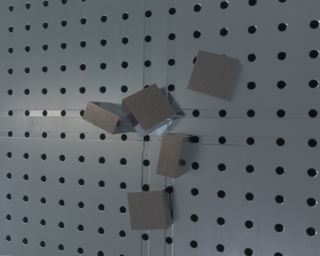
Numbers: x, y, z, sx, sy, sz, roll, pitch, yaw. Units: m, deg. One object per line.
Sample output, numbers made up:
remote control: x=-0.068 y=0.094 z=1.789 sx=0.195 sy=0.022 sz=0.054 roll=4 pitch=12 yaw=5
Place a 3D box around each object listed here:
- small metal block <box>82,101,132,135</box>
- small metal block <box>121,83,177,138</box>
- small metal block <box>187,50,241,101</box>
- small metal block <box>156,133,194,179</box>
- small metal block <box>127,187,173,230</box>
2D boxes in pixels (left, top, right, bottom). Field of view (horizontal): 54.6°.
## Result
small metal block: x=-0.068 y=-0.015 z=0.423 sx=0.050 sy=0.050 sz=0.025 roll=26 pitch=102 yaw=18
small metal block: x=-0.015 y=-0.023 z=0.405 sx=0.050 sy=0.025 sz=0.050 roll=-30 pitch=77 yaw=-22
small metal block: x=0.068 y=-0.065 z=0.389 sx=0.050 sy=0.025 sz=0.050 roll=19 pitch=96 yaw=19
small metal block: x=0.020 y=0.033 z=0.393 sx=0.025 sy=0.050 sz=0.050 roll=12 pitch=94 yaw=20
small metal block: x=-0.013 y=0.108 z=0.418 sx=0.050 sy=0.025 sz=0.050 roll=-8 pitch=87 yaw=20
